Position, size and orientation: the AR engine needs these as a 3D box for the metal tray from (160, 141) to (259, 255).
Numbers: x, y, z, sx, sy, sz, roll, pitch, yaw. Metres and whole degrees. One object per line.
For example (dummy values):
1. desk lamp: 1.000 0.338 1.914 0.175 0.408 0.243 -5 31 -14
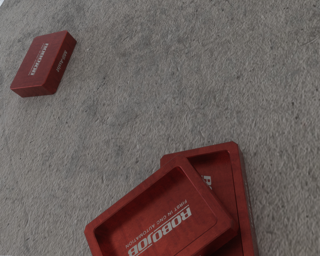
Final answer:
1. metal tray: 0.047 0.084 0.323 0.090 0.030 0.130 -13 56 20

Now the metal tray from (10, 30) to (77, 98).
1. metal tray: -0.221 -0.123 0.592 0.090 0.030 0.130 -2 61 27

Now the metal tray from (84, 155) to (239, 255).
1. metal tray: -0.003 0.099 0.302 0.130 0.030 0.090 -38 51 2
